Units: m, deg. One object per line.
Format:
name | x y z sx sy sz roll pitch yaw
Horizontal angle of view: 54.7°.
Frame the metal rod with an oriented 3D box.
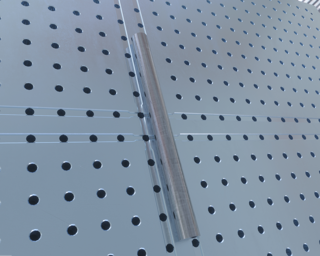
metal rod | 0.001 -0.006 0.414 0.025 0.025 0.299 0 62 -28
